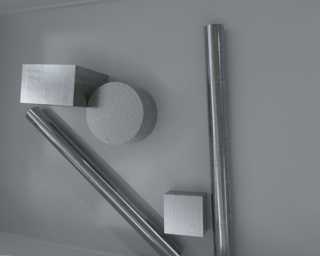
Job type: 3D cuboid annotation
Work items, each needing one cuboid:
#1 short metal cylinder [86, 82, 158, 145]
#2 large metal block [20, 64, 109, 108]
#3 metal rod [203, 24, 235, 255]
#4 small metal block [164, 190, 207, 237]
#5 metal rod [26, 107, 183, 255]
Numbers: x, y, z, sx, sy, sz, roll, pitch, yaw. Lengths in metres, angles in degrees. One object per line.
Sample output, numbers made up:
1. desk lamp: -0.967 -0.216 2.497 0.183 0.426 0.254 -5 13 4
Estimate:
1. short metal cylinder: -0.050 -0.018 0.414 0.080 0.050 0.079 0 90 19
2. large metal block: -0.128 -0.055 0.425 0.080 0.080 0.050 5 92 19
3. metal rod: 0.073 0.023 0.384 0.025 0.025 0.298 -3 89 19
4. small metal block: 0.033 0.109 0.398 0.050 0.025 0.050 -1 90 19
5. metal rod: -0.087 0.073 0.439 0.300 0.025 0.025 42 103 15
